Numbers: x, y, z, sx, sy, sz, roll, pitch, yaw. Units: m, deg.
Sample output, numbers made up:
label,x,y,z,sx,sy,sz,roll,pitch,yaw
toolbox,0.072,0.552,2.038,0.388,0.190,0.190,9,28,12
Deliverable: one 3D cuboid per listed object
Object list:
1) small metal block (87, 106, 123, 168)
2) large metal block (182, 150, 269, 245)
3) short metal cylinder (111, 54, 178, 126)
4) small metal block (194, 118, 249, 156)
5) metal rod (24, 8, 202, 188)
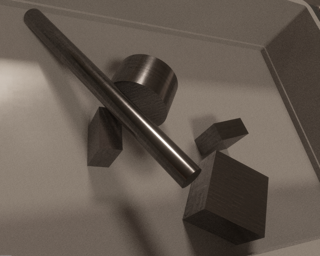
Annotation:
label,x,y,z,sx,sy,sz,roll,pitch,yaw
small metal block,-0.063,0.011,0.350,0.025,0.050,0.050,8,58,-25
large metal block,0.083,0.087,0.383,0.080,0.050,0.080,28,52,-11
short metal cylinder,-0.023,-0.044,0.387,0.080,0.080,0.050,29,52,-11
small metal block,0.085,0.012,0.430,0.050,0.050,0.025,-11,68,-33
metal rod,-0.069,-0.049,0.346,0.025,0.025,0.300,-26,60,-37
